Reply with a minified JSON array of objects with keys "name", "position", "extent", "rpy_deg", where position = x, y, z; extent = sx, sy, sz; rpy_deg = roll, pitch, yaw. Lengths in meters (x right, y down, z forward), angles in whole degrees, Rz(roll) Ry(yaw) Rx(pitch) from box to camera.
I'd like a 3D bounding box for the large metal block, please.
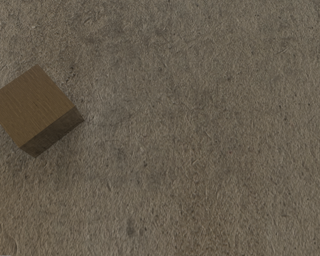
[{"name":"large metal block","position":[-0.160,-0.021,0.401],"extent":[0.080,0.050,0.080],"rpy_deg":[-40,75,-13]}]
